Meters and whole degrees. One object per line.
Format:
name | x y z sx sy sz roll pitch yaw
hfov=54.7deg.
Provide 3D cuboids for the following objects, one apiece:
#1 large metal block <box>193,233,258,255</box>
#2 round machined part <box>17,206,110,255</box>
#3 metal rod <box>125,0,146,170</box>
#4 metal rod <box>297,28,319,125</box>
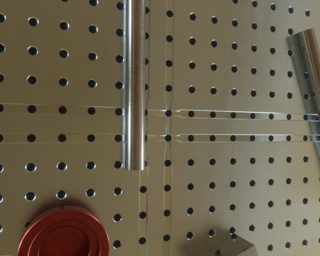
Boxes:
large metal block | 0.097 0.210 0.435 0.081 0.050 0.080 -20 97 -19
round machined part | -0.112 0.139 0.363 0.099 0.042 0.097 0 90 -20
metal rod | -0.032 -0.096 0.400 0.025 0.025 0.298 0 90 -20
metal rod | 0.278 -0.015 0.514 0.025 0.025 0.298 -19 97 -19
